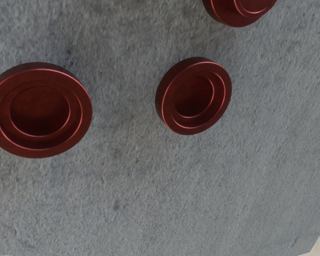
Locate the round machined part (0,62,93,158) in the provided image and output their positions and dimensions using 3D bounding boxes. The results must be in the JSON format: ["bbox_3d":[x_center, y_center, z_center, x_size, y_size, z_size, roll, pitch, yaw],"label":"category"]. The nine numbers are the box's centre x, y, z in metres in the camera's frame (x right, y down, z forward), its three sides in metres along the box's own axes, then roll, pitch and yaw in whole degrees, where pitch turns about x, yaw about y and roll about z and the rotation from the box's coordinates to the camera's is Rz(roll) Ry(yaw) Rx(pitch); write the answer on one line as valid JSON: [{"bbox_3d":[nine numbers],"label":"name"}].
[{"bbox_3d":[-0.123,-0.021,0.317,0.099,0.042,0.097,-14,125,-21],"label":"round machined part"}]

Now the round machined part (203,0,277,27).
[{"bbox_3d":[0.099,-0.164,0.351,0.099,0.042,0.097,-14,125,-21],"label":"round machined part"}]

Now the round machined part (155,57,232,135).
[{"bbox_3d":[0.038,-0.043,0.392,0.099,0.042,0.097,-14,125,-21],"label":"round machined part"}]
